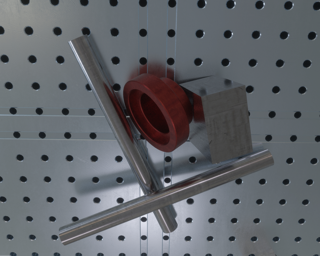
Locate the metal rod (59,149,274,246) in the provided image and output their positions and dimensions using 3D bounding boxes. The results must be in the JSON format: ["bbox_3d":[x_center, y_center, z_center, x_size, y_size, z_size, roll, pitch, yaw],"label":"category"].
[{"bbox_3d":[0.011,0.093,0.423,0.302,0.025,0.025,-20,109,-3],"label":"metal rod"}]

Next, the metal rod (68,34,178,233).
[{"bbox_3d":[-0.042,0.021,0.420,0.025,0.025,0.299,-21,109,7],"label":"metal rod"}]

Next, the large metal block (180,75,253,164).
[{"bbox_3d":[0.065,-0.014,0.375,0.050,0.080,0.079,-16,110,-9],"label":"large metal block"}]

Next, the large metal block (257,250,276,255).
[{"bbox_3d":[0.177,0.256,0.480,0.050,0.080,0.080,-23,109,8],"label":"large metal block"}]

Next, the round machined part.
[{"bbox_3d":[0.002,-0.022,0.377,0.042,0.098,0.098,-34,111,-26],"label":"round machined part"}]
